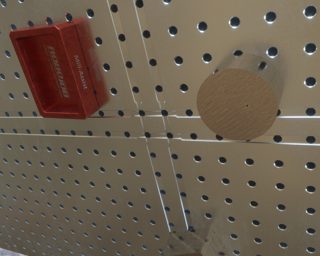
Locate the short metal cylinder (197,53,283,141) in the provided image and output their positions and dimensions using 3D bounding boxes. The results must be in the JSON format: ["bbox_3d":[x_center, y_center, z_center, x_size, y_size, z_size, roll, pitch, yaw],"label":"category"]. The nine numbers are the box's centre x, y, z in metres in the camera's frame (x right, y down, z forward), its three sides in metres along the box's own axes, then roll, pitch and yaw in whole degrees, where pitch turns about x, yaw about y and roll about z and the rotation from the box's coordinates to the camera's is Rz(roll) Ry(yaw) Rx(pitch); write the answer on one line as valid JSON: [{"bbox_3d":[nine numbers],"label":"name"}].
[{"bbox_3d":[0.085,-0.033,0.329,0.080,0.050,0.079,13,124,20],"label":"short metal cylinder"}]

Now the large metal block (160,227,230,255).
[{"bbox_3d":[0.060,0.211,0.493,0.080,0.050,0.080,-24,106,36],"label":"large metal block"}]

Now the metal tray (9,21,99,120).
[{"bbox_3d":[-0.146,-0.077,0.434,0.090,0.030,0.129,3,120,26],"label":"metal tray"}]
